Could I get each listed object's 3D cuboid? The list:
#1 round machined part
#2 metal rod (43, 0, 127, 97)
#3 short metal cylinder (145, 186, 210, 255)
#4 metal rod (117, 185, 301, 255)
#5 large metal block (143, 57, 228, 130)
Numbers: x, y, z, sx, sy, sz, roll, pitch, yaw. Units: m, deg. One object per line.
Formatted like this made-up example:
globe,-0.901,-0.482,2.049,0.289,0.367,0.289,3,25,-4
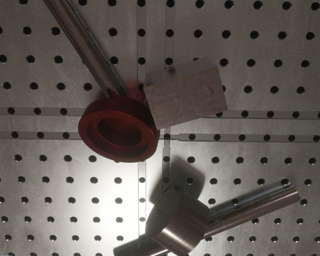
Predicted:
round machined part,-0.048,-0.002,0.388,0.099,0.042,0.097,8,139,7
metal rod,-0.128,-0.160,0.352,0.025,0.025,0.299,-29,108,10
short metal cylinder,0.024,0.128,0.432,0.050,0.080,0.080,37,106,-13
metal rod,0.063,0.156,0.472,0.301,0.025,0.025,-25,109,8
large metal block,0.028,-0.044,0.368,0.080,0.080,0.050,-16,110,5
